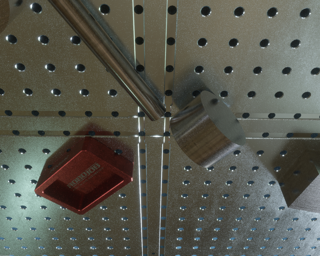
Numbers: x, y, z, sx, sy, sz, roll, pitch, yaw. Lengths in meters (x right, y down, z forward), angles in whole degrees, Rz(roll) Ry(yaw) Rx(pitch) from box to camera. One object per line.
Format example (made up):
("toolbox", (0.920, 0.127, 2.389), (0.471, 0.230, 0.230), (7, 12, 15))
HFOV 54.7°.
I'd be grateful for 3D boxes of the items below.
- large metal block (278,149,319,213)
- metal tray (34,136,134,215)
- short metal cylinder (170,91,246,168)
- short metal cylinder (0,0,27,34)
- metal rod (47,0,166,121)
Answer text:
("large metal block", (0.243, 0.084, 0.471), (0.081, 0.050, 0.079), (12, 129, -11))
("metal tray", (-0.115, 0.077, 0.472), (0.130, 0.030, 0.090), (-37, 121, 27))
("short metal cylinder", (0.059, 0.001, 0.378), (0.080, 0.080, 0.050), (35, 122, -26))
("short metal cylinder", (-0.171, -0.128, 0.284), (0.081, 0.050, 0.079), (0, 130, 0))
("metal rod", (-0.084, -0.114, 0.313), (0.025, 0.025, 0.300), (-26, 126, 20))
